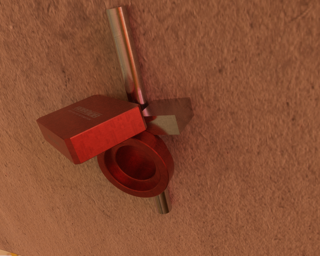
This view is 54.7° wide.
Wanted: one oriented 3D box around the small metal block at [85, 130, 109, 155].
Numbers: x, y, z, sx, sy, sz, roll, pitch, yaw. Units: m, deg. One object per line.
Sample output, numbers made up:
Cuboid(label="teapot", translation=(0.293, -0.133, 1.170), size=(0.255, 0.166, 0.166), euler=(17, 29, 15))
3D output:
Cuboid(label="small metal block", translation=(-0.075, 0.011, 0.437), size=(0.050, 0.050, 0.025), euler=(-20, 108, 35))

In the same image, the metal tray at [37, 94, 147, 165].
Cuboid(label="metal tray", translation=(-0.088, -0.005, 0.377), size=(0.130, 0.091, 0.030), euler=(18, 130, 54))

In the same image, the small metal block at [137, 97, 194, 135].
Cuboid(label="small metal block", translation=(0.008, -0.015, 0.378), size=(0.050, 0.050, 0.025), euler=(-1, 118, 28))

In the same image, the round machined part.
Cuboid(label="round machined part", translation=(-0.027, 0.039, 0.399), size=(0.098, 0.042, 0.097), euler=(12, 127, 18))

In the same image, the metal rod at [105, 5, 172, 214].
Cuboid(label="metal rod", translation=(-0.022, -0.006, 0.415), size=(0.025, 0.025, 0.298), euler=(2, 120, 27))
